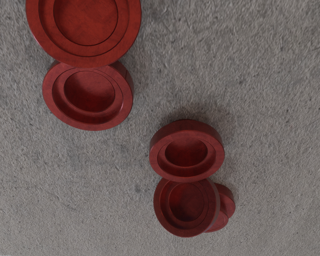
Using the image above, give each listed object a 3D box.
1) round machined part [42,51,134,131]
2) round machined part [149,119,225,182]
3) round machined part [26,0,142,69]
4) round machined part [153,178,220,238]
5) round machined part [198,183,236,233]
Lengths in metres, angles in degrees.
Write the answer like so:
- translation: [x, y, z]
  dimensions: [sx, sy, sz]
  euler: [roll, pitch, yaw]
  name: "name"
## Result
- translation: [-0.079, -0.047, 0.355]
  dimensions: [0.099, 0.042, 0.097]
  euler: [0, 130, 0]
  name: "round machined part"
- translation: [0.035, 0.026, 0.419]
  dimensions: [0.099, 0.042, 0.097]
  euler: [0, 130, 0]
  name: "round machined part"
- translation: [-0.067, -0.105, 0.289]
  dimensions: [0.099, 0.042, 0.097]
  euler: [-2, 102, -7]
  name: "round machined part"
- translation: [0.043, 0.111, 0.466]
  dimensions: [0.098, 0.098, 0.042]
  euler: [-26, 160, 20]
  name: "round machined part"
- translation: [0.076, 0.137, 0.514]
  dimensions: [0.099, 0.042, 0.097]
  euler: [0, 130, 0]
  name: "round machined part"
